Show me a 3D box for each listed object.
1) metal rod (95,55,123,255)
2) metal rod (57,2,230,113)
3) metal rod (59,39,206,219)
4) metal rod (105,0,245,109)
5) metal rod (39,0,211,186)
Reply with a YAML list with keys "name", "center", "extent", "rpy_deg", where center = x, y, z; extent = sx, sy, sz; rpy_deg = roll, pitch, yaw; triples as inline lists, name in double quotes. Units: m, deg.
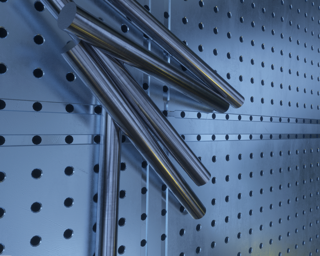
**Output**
- name: "metal rod"
  center: [-0.059, 0.064, 0.361]
  extent: [0.025, 0.025, 0.298]
  rpy_deg: [3, 88, -40]
- name: "metal rod"
  center: [0.011, -0.065, 0.379]
  extent: [0.301, 0.025, 0.025]
  rpy_deg: [18, 78, -51]
- name: "metal rod"
  center: [-0.013, 0.024, 0.375]
  extent: [0.025, 0.025, 0.299]
  rpy_deg: [-55, 129, -26]
- name: "metal rod"
  center: [0.028, -0.107, 0.433]
  extent: [0.301, 0.025, 0.025]
  rpy_deg: [31, 71, -36]
- name: "metal rod"
  center: [-0.028, -0.036, 0.352]
  extent: [0.300, 0.025, 0.025]
  rpy_deg: [51, 60, -26]
